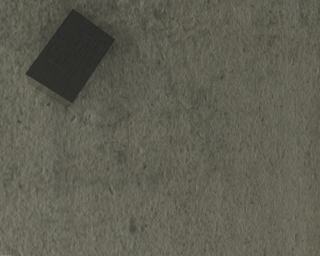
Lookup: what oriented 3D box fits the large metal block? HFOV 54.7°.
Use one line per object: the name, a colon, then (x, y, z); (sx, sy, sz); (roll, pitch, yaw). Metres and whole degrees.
large metal block: (-0.100, -0.072, 0.343); (0.050, 0.080, 0.080); (34, 79, -17)
